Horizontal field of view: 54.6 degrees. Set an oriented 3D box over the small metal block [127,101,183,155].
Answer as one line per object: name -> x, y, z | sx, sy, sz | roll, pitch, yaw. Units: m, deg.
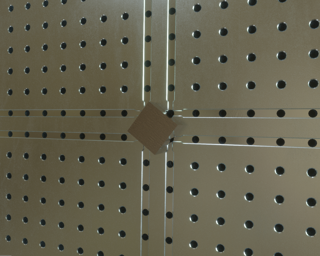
small metal block -> -0.006, 0.000, 0.415 | 0.050, 0.025, 0.050 | 40, 103, 15
